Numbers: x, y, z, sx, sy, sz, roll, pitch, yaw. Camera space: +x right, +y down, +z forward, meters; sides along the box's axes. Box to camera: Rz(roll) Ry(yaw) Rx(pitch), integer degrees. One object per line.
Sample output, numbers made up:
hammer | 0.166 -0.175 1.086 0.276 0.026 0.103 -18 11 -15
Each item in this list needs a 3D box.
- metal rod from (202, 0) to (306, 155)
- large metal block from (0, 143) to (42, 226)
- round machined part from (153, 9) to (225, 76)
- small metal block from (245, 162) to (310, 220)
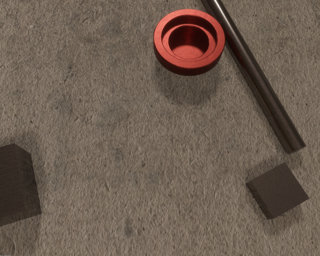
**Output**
metal rod | 0.121 -0.102 0.446 0.025 0.025 0.299 -21 72 -8
large metal block | -0.196 0.073 0.366 0.081 0.050 0.080 -16 71 -6
round machined part | 0.040 -0.117 0.442 0.099 0.042 0.098 0 70 -1
small metal block | 0.143 0.078 0.382 0.050 0.025 0.050 -26 72 -10
